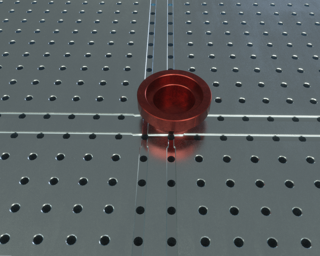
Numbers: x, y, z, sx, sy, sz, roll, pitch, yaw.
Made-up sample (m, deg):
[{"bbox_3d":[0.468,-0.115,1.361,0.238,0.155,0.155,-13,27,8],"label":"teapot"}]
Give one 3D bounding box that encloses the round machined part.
[{"bbox_3d":[0.019,-0.032,0.424,0.099,0.042,0.098,0,50,0],"label":"round machined part"}]
